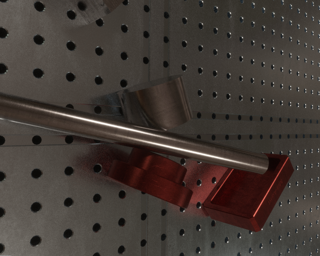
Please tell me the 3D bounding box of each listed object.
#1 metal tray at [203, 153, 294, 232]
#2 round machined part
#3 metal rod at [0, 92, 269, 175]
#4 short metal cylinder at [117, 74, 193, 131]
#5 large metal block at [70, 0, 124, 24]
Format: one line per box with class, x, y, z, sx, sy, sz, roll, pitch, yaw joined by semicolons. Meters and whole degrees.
metal tray;0.140;0.093;0.487;0.131;0.090;0.030;-46;118;-30
round machined part;-0.008;0.054;0.355;0.098;0.098;0.042;31;75;-36
metal rod;-0.019;0.010;0.323;0.302;0.025;0.025;13;81;-17
short metal cylinder;-0.005;-0.029;0.371;0.081;0.080;0.050;-26;107;-37
large metal block;-0.067;-0.176;0.337;0.080;0.050;0.080;52;60;-28
